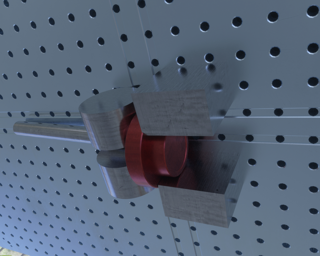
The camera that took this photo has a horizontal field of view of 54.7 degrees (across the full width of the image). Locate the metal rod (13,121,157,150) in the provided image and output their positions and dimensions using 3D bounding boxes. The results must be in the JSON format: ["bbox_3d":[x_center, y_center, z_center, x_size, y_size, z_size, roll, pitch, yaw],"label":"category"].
[{"bbox_3d":[-0.115,0.010,0.463,0.300,0.025,0.025,4,121,30],"label":"metal rod"}]

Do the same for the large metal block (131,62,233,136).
[{"bbox_3d":[0.028,-0.033,0.342,0.080,0.080,0.050,0,118,28],"label":"large metal block"}]

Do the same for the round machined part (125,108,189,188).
[{"bbox_3d":[0.002,0.024,0.377,0.042,0.098,0.097,1,119,28],"label":"round machined part"}]

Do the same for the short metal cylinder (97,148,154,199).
[{"bbox_3d":[-0.041,0.052,0.429,0.080,0.080,0.050,2,120,27],"label":"short metal cylinder"}]

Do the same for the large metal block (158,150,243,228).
[{"bbox_3d":[0.055,0.072,0.392,0.080,0.080,0.050,3,120,27],"label":"large metal block"}]

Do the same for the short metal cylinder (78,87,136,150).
[{"bbox_3d":[-0.057,-0.014,0.397,0.080,0.080,0.050,1,119,28],"label":"short metal cylinder"}]
